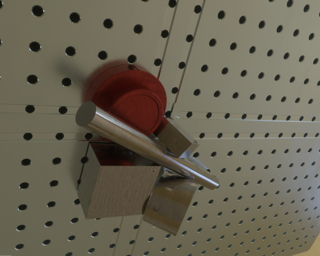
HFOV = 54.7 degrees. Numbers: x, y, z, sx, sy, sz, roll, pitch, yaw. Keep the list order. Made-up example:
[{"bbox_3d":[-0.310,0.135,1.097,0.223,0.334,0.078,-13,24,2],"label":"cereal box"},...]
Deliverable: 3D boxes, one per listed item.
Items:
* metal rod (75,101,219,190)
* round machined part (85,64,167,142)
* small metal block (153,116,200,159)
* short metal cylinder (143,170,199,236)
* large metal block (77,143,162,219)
[{"bbox_3d":[0.010,0.039,0.400,0.025,0.025,0.301,-49,142,6],"label":"metal rod"},{"bbox_3d":[-0.035,-0.022,0.368,0.099,0.042,0.097,-14,125,-21],"label":"round machined part"},{"bbox_3d":[0.021,0.013,0.404,0.025,0.050,0.050,-48,164,9],"label":"small metal block"},{"bbox_3d":[0.016,0.106,0.444,0.080,0.050,0.080,22,92,-79],"label":"short metal cylinder"},{"bbox_3d":[-0.055,0.068,0.405,0.081,0.050,0.079,5,116,-31],"label":"large metal block"}]
